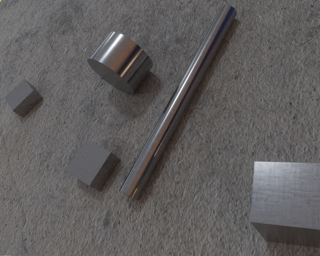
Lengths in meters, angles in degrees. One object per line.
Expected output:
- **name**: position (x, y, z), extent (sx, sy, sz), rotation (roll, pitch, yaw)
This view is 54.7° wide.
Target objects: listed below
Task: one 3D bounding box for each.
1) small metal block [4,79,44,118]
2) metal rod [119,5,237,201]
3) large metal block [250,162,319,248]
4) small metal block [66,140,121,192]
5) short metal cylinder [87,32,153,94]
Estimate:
- **small metal block**: position (-0.249, -0.055, 0.565), extent (0.050, 0.025, 0.050), rotation (-46, 52, -4)
- **metal rod**: position (0.031, -0.045, 0.413), extent (0.025, 0.025, 0.300), rotation (18, 71, 34)
- **large metal block**: position (0.126, 0.068, 0.261), extent (0.080, 0.080, 0.050), rotation (-2, 61, 27)
- **small metal block**: position (-0.090, 0.050, 0.418), extent (0.050, 0.025, 0.050), rotation (21, 73, 35)
- **short metal cylinder**: position (-0.058, -0.094, 0.455), extent (0.080, 0.080, 0.050), rotation (26, 76, 36)
